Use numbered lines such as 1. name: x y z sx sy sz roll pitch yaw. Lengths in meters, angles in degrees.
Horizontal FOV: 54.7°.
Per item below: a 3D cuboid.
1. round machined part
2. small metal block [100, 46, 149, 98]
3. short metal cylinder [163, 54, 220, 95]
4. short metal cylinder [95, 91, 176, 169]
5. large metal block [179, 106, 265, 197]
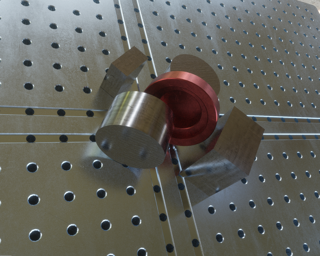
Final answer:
1. round machined part: 0.027 -0.028 0.395 0.098 0.097 0.042 36 39 -5
2. small metal block: -0.048 -0.074 0.413 0.025 0.050 0.050 41 51 -1
3. short metal cylinder: 0.040 -0.060 0.451 0.081 0.050 0.080 14 56 -21
4. short metal cylinder: -0.027 0.004 0.357 0.080 0.080 0.050 28 52 -12
5. large metal block: 0.080 0.031 0.399 0.050 0.080 0.080 37 51 -4
